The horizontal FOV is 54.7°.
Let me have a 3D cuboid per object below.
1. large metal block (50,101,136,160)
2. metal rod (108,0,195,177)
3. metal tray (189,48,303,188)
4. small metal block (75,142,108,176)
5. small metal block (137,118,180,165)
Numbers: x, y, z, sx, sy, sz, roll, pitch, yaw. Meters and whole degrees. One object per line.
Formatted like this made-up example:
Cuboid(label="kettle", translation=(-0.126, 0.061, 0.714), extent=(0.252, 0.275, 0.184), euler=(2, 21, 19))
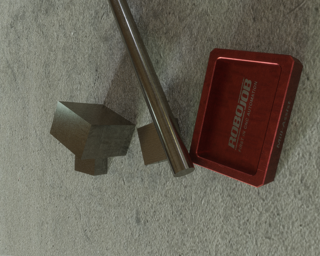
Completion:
Cuboid(label="large metal block", translation=(-0.096, 0.002, 0.446), extent=(0.080, 0.081, 0.050), euler=(31, 109, 35))
Cuboid(label="metal rod", translation=(-0.022, -0.079, 0.400), extent=(0.025, 0.025, 0.299), euler=(-38, 61, 33))
Cuboid(label="metal tray", translation=(0.086, -0.014, 0.329), extent=(0.090, 0.030, 0.129), euler=(18, 101, 38))
Cuboid(label="small metal block", translation=(-0.109, 0.046, 0.492), extent=(0.050, 0.025, 0.050), euler=(6, 94, 39))
Cuboid(label="small metal block", translation=(0.001, 0.018, 0.402), extent=(0.050, 0.025, 0.050), euler=(-21, 77, 37))
